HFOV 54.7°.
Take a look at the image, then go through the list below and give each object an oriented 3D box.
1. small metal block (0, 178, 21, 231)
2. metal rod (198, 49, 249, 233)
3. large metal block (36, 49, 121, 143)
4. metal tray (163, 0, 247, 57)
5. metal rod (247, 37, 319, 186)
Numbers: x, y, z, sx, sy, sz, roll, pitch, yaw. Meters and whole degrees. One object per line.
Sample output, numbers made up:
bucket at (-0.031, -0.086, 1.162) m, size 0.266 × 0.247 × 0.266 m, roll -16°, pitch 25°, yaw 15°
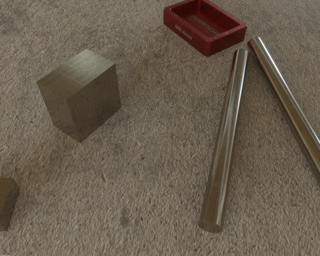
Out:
small metal block at (-0.186, 0.082, 0.332) m, size 0.050 × 0.025 × 0.050 m, roll 0°, pitch 50°, yaw -1°
metal rod at (0.092, -0.008, 0.411) m, size 0.025 × 0.025 × 0.300 m, roll 12°, pitch 51°, yaw 10°
large metal block at (-0.099, -0.041, 0.401) m, size 0.050 × 0.080 × 0.080 m, roll 30°, pitch 56°, yaw 22°
metal tray at (0.078, -0.187, 0.558) m, size 0.091 × 0.030 × 0.130 m, roll -28°, pitch 56°, yaw -22°
metal rod at (0.180, -0.030, 0.430) m, size 0.025 × 0.025 × 0.300 m, roll -5°, pitch 50°, yaw -5°
